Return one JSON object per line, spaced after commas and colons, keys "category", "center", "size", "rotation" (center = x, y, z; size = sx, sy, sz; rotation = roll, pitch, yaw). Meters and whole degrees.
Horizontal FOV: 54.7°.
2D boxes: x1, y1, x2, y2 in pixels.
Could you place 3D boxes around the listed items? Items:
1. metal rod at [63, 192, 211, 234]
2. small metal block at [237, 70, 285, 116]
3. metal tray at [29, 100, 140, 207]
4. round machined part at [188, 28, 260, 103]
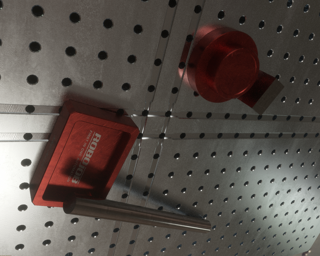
{"category": "metal rod", "center": [-0.010, 0.135, 0.466], "size": [0.301, 0.025, 0.025], "rotation": [27, 104, -45]}
{"category": "small metal block", "center": [0.137, -0.053, 0.439], "size": [0.025, 0.050, 0.050], "rotation": [29, 102, -38]}
{"category": "metal tray", "center": [-0.093, 0.039, 0.381], "size": [0.091, 0.030, 0.129], "rotation": [16, 110, -35]}
{"category": "round machined part", "center": [0.089, -0.077, 0.404], "size": [0.099, 0.042, 0.097], "rotation": [-14, 124, -21]}
